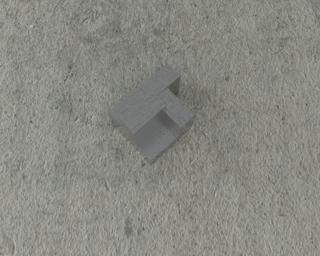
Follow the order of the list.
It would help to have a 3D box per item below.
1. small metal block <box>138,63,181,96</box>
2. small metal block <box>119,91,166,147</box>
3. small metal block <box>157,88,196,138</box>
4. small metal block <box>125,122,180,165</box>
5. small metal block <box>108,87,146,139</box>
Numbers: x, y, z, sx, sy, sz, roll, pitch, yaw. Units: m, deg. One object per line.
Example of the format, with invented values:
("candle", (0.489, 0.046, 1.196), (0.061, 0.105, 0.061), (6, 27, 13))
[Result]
("small metal block", (0.000, -0.051, 0.414), (0.050, 0.050, 0.025), (-42, 76, -14))
("small metal block", (-0.020, -0.010, 0.373), (0.050, 0.050, 0.025), (-42, 76, -14))
("small metal block", (0.017, -0.017, 0.402), (0.025, 0.050, 0.050), (-41, 76, -14))
("small metal block", (-0.010, 0.012, 0.405), (0.050, 0.025, 0.050), (-41, 75, -14))
("small metal block", (-0.037, -0.019, 0.402), (0.050, 0.050, 0.025), (-42, 76, -14))
